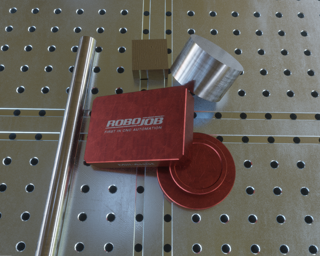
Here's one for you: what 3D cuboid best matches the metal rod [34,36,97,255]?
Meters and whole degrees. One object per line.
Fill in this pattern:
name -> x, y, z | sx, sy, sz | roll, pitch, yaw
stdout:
metal rod -> -0.119, 0.012, 0.405 | 0.025, 0.025, 0.299 | 5, 70, 1

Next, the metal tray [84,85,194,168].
metal tray -> -0.026, 0.001, 0.382 | 0.130, 0.030, 0.090 | -5, 68, 23

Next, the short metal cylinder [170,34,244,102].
short metal cylinder -> 0.061, -0.078, 0.405 | 0.080, 0.080, 0.050 | 41, 118, 13

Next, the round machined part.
round machined part -> 0.045, 0.051, 0.385 | 0.099, 0.042, 0.098 | 0, 70, 0

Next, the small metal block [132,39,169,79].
small metal block -> -0.014, -0.100, 0.448 | 0.050, 0.025, 0.050 | -2, 70, -1
